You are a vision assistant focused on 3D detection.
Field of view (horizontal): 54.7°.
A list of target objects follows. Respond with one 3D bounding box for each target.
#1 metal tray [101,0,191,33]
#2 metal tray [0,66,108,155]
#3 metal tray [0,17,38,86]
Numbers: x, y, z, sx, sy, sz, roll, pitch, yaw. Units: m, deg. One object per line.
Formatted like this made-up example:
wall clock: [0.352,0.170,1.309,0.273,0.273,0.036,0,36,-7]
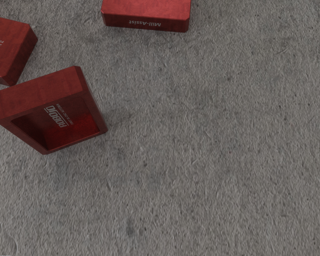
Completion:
metal tray: [-0.018,-0.198,0.478,0.131,0.030,0.090,5,70,2]
metal tray: [-0.117,-0.013,0.356,0.091,0.130,0.030,-21,72,-7]
metal tray: [-0.258,-0.119,0.447,0.131,0.030,0.090,15,71,5]
